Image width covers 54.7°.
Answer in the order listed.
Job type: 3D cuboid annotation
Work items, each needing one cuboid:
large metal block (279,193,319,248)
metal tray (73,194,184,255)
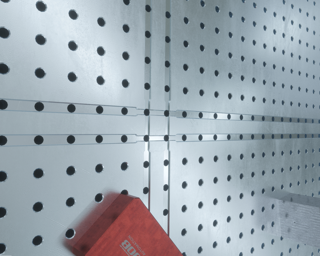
[{"bbox_3d":[0.290,0.181,0.617,0.050,0.080,0.079,-10,97,-40],"label":"large metal block"},{"bbox_3d":[-0.031,0.157,0.380,0.090,0.030,0.130,-47,118,-30],"label":"metal tray"}]
